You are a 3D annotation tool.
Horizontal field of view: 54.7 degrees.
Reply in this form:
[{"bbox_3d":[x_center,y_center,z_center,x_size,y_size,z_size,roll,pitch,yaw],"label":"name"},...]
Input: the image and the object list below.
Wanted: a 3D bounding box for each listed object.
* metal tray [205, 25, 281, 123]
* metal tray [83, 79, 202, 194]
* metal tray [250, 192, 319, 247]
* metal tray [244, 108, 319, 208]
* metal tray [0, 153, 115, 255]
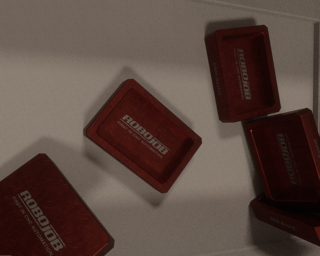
[{"bbox_3d":[0.123,-0.079,0.454,0.091,0.030,0.129,-13,95,-20],"label":"metal tray"},{"bbox_3d":[-0.020,0.011,0.401,0.130,0.030,0.090,40,77,-16],"label":"metal tray"},{"bbox_3d":[0.203,0.108,0.432,0.091,0.130,0.030,-29,100,-18],"label":"metal tray"},{"bbox_3d":[0.181,0.045,0.436,0.030,0.090,0.129,-18,91,-37],"label":"metal tray"},{"bbox_3d":[-0.122,0.101,0.325,0.090,0.030,0.130,-39,66,-16],"label":"metal tray"}]
